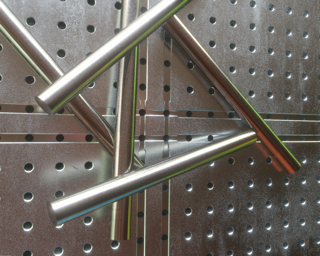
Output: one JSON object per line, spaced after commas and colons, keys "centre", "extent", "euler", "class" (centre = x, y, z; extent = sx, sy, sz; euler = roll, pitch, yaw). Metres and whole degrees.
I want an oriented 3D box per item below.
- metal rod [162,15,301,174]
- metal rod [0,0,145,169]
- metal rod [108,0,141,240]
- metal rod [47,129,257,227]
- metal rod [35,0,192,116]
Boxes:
{"centre": [0.112, -0.041, 0.455], "extent": [0.300, 0.025, 0.025], "euler": [46, 76, -15], "class": "metal rod"}
{"centre": [-0.112, -0.045, 0.371], "extent": [0.025, 0.025, 0.300], "euler": [-43, 104, -15], "class": "metal rod"}
{"centre": [-0.042, -0.021, 0.377], "extent": [0.025, 0.025, 0.298], "euler": [5, 81, -20], "class": "metal rod"}
{"centre": [0.017, 0.047, 0.377], "extent": [0.303, 0.025, 0.025], "euler": [-16, 96, -36], "class": "metal rod"}
{"centre": [-0.022, -0.119, 0.371], "extent": [0.025, 0.025, 0.301], "euler": [50, 62, -14], "class": "metal rod"}
